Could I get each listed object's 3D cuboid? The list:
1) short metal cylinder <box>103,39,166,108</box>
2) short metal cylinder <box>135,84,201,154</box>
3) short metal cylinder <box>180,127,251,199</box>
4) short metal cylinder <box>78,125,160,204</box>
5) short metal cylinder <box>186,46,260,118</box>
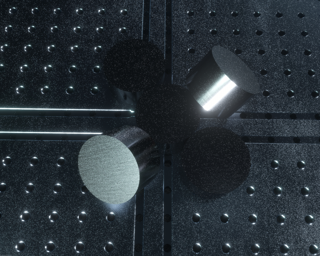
[{"bbox_3d":[-0.033,-0.074,0.425,0.081,0.050,0.080,0,70,0],"label":"short metal cylinder"},{"bbox_3d":[0.010,-0.010,0.402,0.081,0.050,0.080,0,70,0],"label":"short metal cylinder"},{"bbox_3d":[0.065,0.044,0.383,0.081,0.050,0.080,0,70,0],"label":"short metal cylinder"},{"bbox_3d":[-0.047,0.041,0.361,0.080,0.050,0.079,7,106,24],"label":"short metal cylinder"},{"bbox_3d":[0.081,-0.059,0.399,0.080,0.050,0.080,26,40,-24],"label":"short metal cylinder"}]
